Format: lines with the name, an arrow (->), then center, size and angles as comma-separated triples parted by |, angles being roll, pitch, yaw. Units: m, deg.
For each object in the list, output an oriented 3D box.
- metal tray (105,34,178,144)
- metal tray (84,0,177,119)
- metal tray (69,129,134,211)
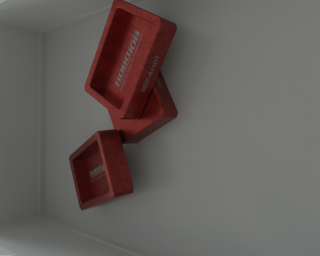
metal tray -> -0.038, -0.054, 0.433 | 0.090, 0.030, 0.130 | -33, 70, 34
metal tray -> -0.042, -0.087, 0.396 | 0.090, 0.030, 0.129 | 37, 112, 33
metal tray -> -0.091, 0.065, 0.454 | 0.129, 0.030, 0.090 | -33, 69, 51
